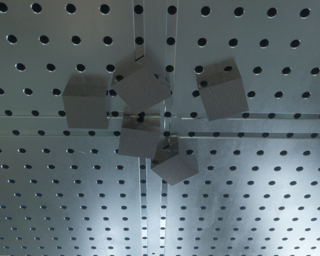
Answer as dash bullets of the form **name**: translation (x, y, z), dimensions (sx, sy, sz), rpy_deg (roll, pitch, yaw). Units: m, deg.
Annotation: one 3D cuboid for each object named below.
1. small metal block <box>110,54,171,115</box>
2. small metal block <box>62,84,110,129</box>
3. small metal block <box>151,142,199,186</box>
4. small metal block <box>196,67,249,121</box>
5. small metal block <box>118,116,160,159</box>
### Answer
- **small metal block**: translation (-0.022, -0.050, 0.369), dimensions (0.050, 0.025, 0.050), rpy_deg (-27, 126, 21)
- **small metal block**: translation (-0.090, -0.026, 0.388), dimensions (0.050, 0.025, 0.050), rpy_deg (2, 130, -2)
- **small metal block**: translation (0.022, 0.054, 0.458), dimensions (0.050, 0.025, 0.050), rpy_deg (-31, 124, 23)
- **small metal block**: translation (0.077, -0.041, 0.378), dimensions (0.050, 0.025, 0.050), rpy_deg (-16, 129, 12)
- **small metal block**: translation (-0.029, 0.013, 0.423), dimensions (0.050, 0.025, 0.050), rpy_deg (8, 130, -8)
